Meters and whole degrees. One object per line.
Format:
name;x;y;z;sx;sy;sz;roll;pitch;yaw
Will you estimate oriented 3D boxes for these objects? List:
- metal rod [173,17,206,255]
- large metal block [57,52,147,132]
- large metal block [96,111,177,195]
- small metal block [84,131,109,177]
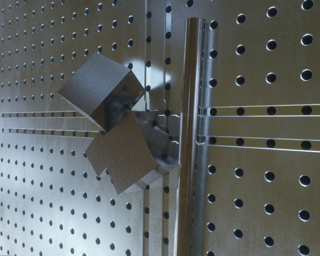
metal rod;0.035;0.020;0.378;0.025;0.025;0.298;5;93;39
large metal block;-0.081;-0.051;0.435;0.080;0.050;0.080;32;77;35
large metal block;-0.030;0.033;0.416;0.080;0.050;0.080;-40;66;32
small metal block;-0.084;0.040;0.476;0.050;0.025;0.050;-50;61;28
